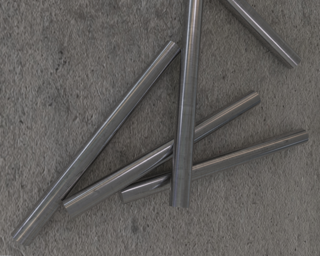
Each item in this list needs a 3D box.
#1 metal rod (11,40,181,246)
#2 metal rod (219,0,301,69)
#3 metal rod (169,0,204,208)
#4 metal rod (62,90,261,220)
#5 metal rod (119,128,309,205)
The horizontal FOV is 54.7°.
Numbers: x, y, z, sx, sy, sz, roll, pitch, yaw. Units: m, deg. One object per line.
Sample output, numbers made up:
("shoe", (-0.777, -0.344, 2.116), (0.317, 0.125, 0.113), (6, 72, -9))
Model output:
("metal rod", (-0.070, 0.009, 0.383), (0.025, 0.025, 0.300), (40, 77, -16))
("metal rod", (0.097, -0.190, 0.443), (0.301, 0.025, 0.025), (38, 78, -16))
("metal rod", (0.036, -0.052, 0.398), (0.025, 0.025, 0.299), (9, 78, -20))
("metal rod", (0.017, 0.025, 0.407), (0.302, 0.025, 0.025), (-30, 100, -21))
("metal rod", (0.088, 0.048, 0.441), (0.302, 0.025, 0.025), (-15, 95, -20))
